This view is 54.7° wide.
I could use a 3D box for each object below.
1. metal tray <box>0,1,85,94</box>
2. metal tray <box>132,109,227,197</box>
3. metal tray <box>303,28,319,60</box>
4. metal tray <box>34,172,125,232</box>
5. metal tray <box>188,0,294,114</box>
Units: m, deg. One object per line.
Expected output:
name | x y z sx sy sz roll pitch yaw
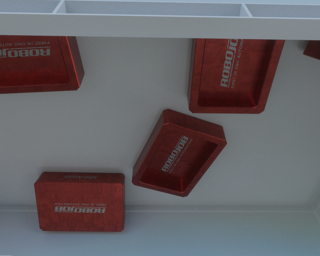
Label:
metal tray | -0.157 -0.083 0.332 0.131 0.030 0.089 -3 130 1
metal tray | 0.023 0.041 0.441 0.091 0.030 0.129 17 128 -15
metal tray | 0.211 -0.060 0.290 0.091 0.130 0.030 14 111 -12
metal tray | -0.121 0.116 0.484 0.131 0.030 0.089 1 111 -2
metal tray | 0.081 -0.076 0.342 0.091 0.030 0.129 1 130 -1
